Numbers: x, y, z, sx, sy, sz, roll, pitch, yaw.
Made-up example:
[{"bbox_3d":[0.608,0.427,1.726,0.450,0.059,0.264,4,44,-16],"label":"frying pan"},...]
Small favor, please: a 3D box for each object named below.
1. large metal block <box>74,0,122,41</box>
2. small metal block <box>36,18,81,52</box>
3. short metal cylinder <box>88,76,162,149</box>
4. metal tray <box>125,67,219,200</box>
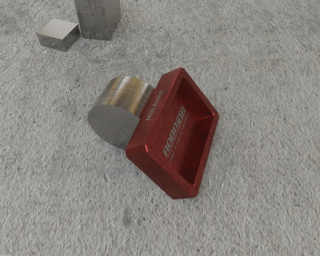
[{"bbox_3d":[-0.106,-0.213,0.545,0.050,0.080,0.080,8,51,7],"label":"large metal block"},{"bbox_3d":[-0.175,-0.162,0.538,0.050,0.025,0.050,16,52,13],"label":"small metal block"},{"bbox_3d":[-0.040,-0.017,0.381,0.080,0.080,0.050,15,52,12],"label":"short metal cylinder"},{"bbox_3d":[0.021,0.004,0.358,0.030,0.090,0.130,-17,38,40],"label":"metal tray"}]
